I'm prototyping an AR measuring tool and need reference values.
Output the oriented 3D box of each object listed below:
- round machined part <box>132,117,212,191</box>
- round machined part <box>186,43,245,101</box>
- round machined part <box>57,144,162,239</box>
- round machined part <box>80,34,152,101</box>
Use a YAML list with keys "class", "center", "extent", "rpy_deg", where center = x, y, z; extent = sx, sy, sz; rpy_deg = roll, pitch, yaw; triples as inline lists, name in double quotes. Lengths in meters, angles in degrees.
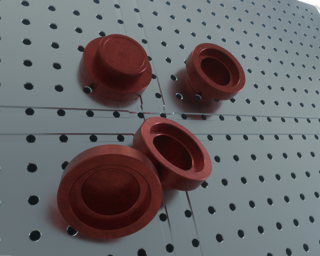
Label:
- class: "round machined part"
  center: [0.010, 0.035, 0.369]
  extent: [0.098, 0.042, 0.098]
  rpy_deg: [27, 31, -18]
- class: "round machined part"
  center: [0.084, -0.085, 0.497]
  extent: [0.099, 0.042, 0.098]
  rpy_deg: [14, 56, -21]
- class: "round machined part"
  center: [-0.049, 0.060, 0.312]
  extent: [0.099, 0.097, 0.042]
  rpy_deg: [20, 19, -17]
- class: "round machined part"
  center: [-0.055, -0.089, 0.423]
  extent: [0.099, 0.042, 0.098]
  rpy_deg: [14, 56, -21]
